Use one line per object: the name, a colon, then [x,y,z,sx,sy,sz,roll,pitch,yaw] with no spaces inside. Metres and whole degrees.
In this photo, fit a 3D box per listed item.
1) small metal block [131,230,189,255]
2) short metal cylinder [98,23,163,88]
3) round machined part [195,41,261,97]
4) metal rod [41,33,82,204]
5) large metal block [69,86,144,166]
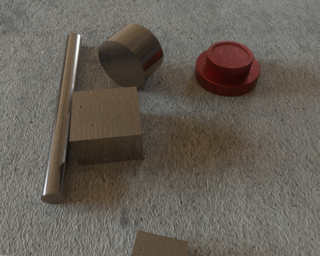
small metal block: [-0.003,0.131,0.293,0.050,0.025,0.050,10,51,8]
short metal cylinder: [-0.043,-0.105,0.455,0.080,0.080,0.050,25,54,19]
round machined part: [0.105,-0.097,0.475,0.099,0.042,0.098,0,50,0]
metal rod: [-0.131,-0.037,0.432,0.025,0.025,0.300,-4,50,-4]
large metal block: [-0.065,-0.003,0.389,0.081,0.050,0.080,-6,50,-5]
